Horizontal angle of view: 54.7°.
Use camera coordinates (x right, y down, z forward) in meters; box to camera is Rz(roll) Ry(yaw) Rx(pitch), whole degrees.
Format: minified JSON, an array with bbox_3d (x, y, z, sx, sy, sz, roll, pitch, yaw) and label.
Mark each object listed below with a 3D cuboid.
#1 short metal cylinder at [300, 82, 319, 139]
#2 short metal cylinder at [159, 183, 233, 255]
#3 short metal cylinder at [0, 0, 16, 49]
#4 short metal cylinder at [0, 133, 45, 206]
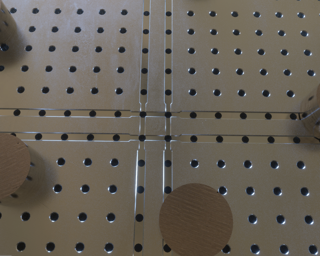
[{"bbox_3d":[0.237,-0.026,0.411,0.081,0.050,0.080,0,70,0],"label":"short metal cylinder"},{"bbox_3d":[0.039,0.108,0.359,0.081,0.050,0.080,0,70,0],"label":"short metal cylinder"},{"bbox_3d":[-0.262,-0.159,0.453,0.081,0.050,0.080,0,70,0],"label":"short metal cylinder"},{"bbox_3d":[-0.189,0.052,0.377,0.081,0.050,0.080,0,70,0],"label":"short metal cylinder"}]
